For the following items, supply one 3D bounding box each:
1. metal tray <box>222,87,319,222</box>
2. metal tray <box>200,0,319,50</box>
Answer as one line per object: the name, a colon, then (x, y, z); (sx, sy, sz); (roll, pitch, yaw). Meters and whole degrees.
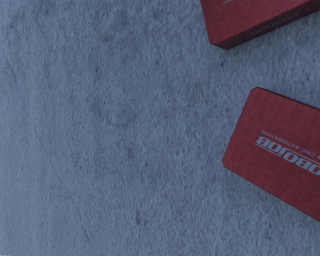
metal tray: (0.133, 0.024, 0.291); (0.130, 0.030, 0.089); (30, 108, 35)
metal tray: (0.105, -0.146, 0.314); (0.130, 0.030, 0.090); (-17, 79, 38)
